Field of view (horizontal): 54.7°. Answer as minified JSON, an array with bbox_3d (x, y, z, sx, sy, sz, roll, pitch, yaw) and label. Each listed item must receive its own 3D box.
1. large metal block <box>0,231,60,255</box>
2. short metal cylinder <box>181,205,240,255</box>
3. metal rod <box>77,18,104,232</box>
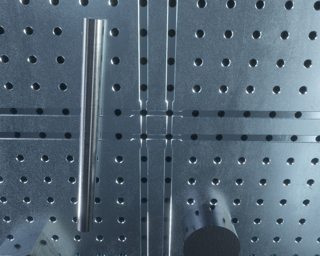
[{"bbox_3d":[-0.204,0.219,0.479,0.080,0.050,0.080,-24,109,8],"label":"large metal block"},{"bbox_3d":[0.073,0.162,0.460,0.081,0.050,0.079,0,110,0],"label":"short metal cylinder"},{"bbox_3d":[-0.095,0.010,0.416,0.025,0.025,0.298,6,110,-3],"label":"metal rod"}]
